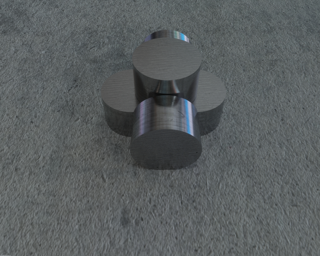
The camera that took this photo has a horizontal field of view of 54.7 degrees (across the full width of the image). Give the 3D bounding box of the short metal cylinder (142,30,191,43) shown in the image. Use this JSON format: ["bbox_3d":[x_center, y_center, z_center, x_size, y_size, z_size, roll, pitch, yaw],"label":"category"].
[{"bbox_3d":[0.010,-0.093,0.448,0.081,0.080,0.050,0,50,-1],"label":"short metal cylinder"}]

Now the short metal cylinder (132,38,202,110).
[{"bbox_3d":[0.008,-0.066,0.378,0.081,0.050,0.080,0,50,0],"label":"short metal cylinder"}]

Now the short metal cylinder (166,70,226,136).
[{"bbox_3d":[0.045,-0.034,0.418,0.081,0.050,0.080,0,50,0],"label":"short metal cylinder"}]

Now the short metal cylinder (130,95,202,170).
[{"bbox_3d":[0.007,0.007,0.363,0.081,0.080,0.050,0,50,0],"label":"short metal cylinder"}]

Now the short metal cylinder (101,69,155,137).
[{"bbox_3d":[-0.035,-0.034,0.416,0.081,0.050,0.080,0,50,0],"label":"short metal cylinder"}]
